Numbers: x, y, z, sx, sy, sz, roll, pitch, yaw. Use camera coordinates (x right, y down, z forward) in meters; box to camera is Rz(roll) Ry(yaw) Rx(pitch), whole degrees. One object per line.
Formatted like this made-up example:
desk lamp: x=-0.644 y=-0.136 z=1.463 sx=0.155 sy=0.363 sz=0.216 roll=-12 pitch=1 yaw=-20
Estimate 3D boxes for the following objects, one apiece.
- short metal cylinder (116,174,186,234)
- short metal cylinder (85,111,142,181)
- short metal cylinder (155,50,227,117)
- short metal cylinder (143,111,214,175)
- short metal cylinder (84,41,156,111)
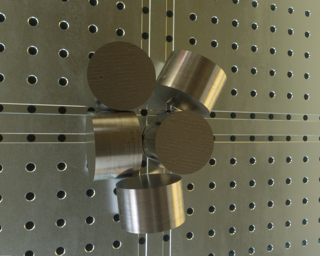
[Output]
short metal cylinder: x=-0.011 y=0.089 z=0.379 sx=0.081 sy=0.080 sz=0.050 roll=-7 pitch=93 yaw=-20
short metal cylinder: x=-0.057 y=0.020 z=0.363 sx=0.050 sy=0.080 sz=0.079 roll=-3 pitch=91 yaw=-21
short metal cylinder: x=0.038 y=-0.056 z=0.397 sx=0.080 sy=0.080 sz=0.050 roll=30 pitch=80 yaw=-18
short metal cylinder: x=0.023 y=0.018 z=0.408 sx=0.081 sy=0.050 sz=0.079 roll=0 pitch=91 yaw=-21
short metal cylinder: x=-0.051 y=-0.060 z=0.380 sx=0.081 sy=0.050 sz=0.079 roll=0 pitch=90 yaw=-19
